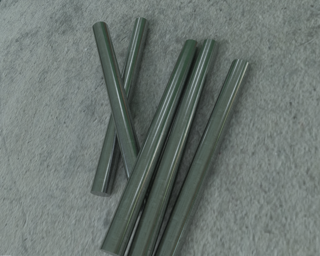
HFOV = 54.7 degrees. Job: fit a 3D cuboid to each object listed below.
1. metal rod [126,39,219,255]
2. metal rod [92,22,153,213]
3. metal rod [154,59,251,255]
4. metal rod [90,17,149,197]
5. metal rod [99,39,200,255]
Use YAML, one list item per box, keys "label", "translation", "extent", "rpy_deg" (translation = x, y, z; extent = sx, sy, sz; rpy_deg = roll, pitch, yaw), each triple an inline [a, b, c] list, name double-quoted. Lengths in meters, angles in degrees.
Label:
- label: "metal rod"
  translation: [0.024, 0.010, 0.372]
  extent: [0.025, 0.025, 0.300]
  rpy_deg: [5, 60, 30]
- label: "metal rod"
  translation: [-0.055, -0.031, 0.421]
  extent: [0.025, 0.025, 0.299]
  rpy_deg: [-24, 62, 13]
- label: "metal rod"
  translation: [0.045, 0.048, 0.349]
  extent: [0.025, 0.025, 0.300]
  rpy_deg: [12, 68, 33]
- label: "metal rod"
  translation: [-0.053, -0.048, 0.459]
  extent: [0.025, 0.025, 0.299]
  rpy_deg: [-5, 59, 25]
- label: "metal rod"
  translation: [-0.001, 0.002, 0.378]
  extent: [0.025, 0.025, 0.300]
  rpy_deg: [3, 56, 29]
